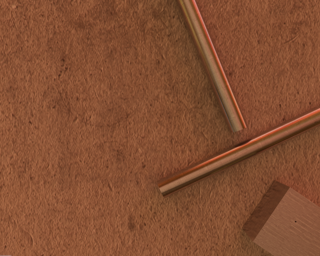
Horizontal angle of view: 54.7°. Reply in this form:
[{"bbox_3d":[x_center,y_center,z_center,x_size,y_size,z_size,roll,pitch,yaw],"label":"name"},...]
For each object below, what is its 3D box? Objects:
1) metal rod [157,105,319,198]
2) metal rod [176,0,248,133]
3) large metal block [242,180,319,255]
[{"bbox_3d":[0.138,0.018,0.411,0.301,0.025,0.025,-25,90,-1],"label":"metal rod"},{"bbox_3d":[0.048,-0.136,0.410,0.025,0.025,0.299,-22,90,0],"label":"metal rod"},{"bbox_3d":[0.168,0.127,0.400,0.080,0.050,0.080,34,90,-1],"label":"large metal block"}]
